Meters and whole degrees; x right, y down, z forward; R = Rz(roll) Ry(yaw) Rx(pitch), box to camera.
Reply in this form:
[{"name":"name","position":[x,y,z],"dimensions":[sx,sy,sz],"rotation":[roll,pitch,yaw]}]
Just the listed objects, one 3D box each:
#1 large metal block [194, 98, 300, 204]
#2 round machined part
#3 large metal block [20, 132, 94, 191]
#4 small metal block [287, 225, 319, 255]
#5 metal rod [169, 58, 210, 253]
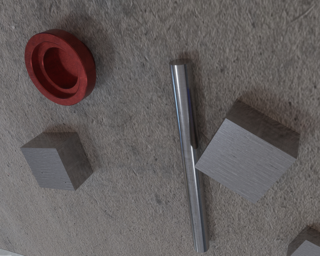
[{"name":"large metal block","position":[0.098,0.027,0.355],"dimensions":[0.080,0.050,0.079],"rotation":[31,129,8]},{"name":"round machined part","position":[-0.126,-0.082,0.411],"dimensions":[0.098,0.042,0.097],"rotation":[13,124,21]},{"name":"large metal block","position":[-0.169,0.054,0.513],"dimensions":[0.080,0.050,0.080],"rotation":[-1,118,29]},{"name":"small metal block","position":[0.201,0.161,0.401],"dimensions":[0.050,0.025,0.050],"rotation":[26,128,11]},{"name":"metal rod","position":[0.044,0.056,0.418],"dimensions":[0.025,0.025,0.298],"rotation":[5,121,25]}]
